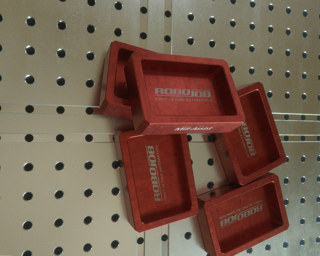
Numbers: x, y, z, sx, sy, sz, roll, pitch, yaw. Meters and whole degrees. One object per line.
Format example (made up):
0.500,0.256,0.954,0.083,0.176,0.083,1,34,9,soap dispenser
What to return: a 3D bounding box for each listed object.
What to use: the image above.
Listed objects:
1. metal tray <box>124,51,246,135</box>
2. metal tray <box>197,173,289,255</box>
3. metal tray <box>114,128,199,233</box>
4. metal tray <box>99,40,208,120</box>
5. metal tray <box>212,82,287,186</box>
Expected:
0.030,-0.040,0.364,0.131,0.030,0.090,-1,66,-26,metal tray
0.122,0.127,0.456,0.131,0.030,0.089,-16,96,-20,metal tray
-0.004,0.060,0.409,0.091,0.030,0.129,-11,94,-20,metal tray
-0.005,-0.050,0.390,0.131,0.030,0.090,11,61,-20,metal tray
0.126,0.007,0.458,0.091,0.030,0.129,-23,98,-19,metal tray
